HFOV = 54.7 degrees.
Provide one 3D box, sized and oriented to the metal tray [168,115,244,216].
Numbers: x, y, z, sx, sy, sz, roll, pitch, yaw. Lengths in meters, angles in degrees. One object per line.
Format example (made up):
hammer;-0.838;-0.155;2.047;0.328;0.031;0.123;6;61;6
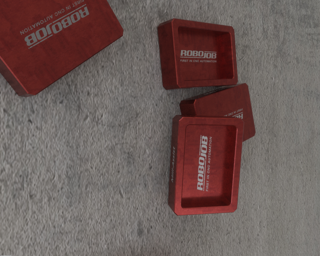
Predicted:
metal tray;0.061;0.049;0.418;0.091;0.030;0.129;1;97;-15

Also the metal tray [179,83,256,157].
metal tray;0.094;-0.013;0.479;0.131;0.030;0.089;-21;103;-38

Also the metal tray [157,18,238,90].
metal tray;0.059;-0.104;0.450;0.131;0.030;0.089;-9;96;-40

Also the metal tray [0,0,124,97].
metal tray;-0.109;-0.102;0.310;0.131;0.030;0.090;-45;117;-30
